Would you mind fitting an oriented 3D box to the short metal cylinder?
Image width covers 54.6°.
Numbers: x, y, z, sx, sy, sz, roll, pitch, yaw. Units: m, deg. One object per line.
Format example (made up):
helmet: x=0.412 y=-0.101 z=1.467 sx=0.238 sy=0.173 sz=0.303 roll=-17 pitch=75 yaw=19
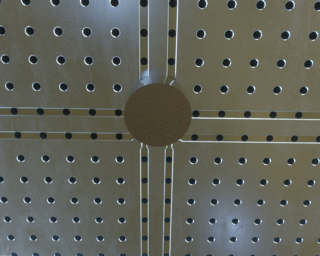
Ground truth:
short metal cylinder: x=-0.002 y=-0.023 z=0.392 sx=0.080 sy=0.050 sz=0.079 roll=0 pitch=110 yaw=0
